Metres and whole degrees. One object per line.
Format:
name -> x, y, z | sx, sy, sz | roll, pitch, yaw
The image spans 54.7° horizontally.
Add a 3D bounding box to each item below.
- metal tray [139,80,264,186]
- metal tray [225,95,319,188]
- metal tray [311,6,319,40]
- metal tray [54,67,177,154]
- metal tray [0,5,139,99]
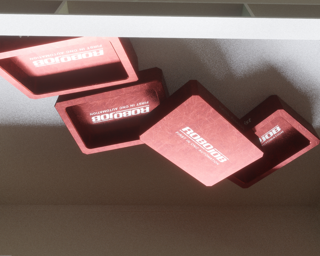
metal tray -> 0.051, 0.012, 0.376 | 0.130, 0.030, 0.090 | 37, 121, -28
metal tray -> 0.136, 0.025, 0.427 | 0.090, 0.030, 0.129 | 33, 123, -25
metal tray -> 0.192, -0.060, 0.291 | 0.030, 0.130, 0.090 | -26, 126, 20
metal tray -> -0.051, -0.018, 0.389 | 0.131, 0.030, 0.090 | -11, 130, 9
metal tray -> -0.095, -0.072, 0.318 | 0.131, 0.030, 0.090 | -9, 158, 7
